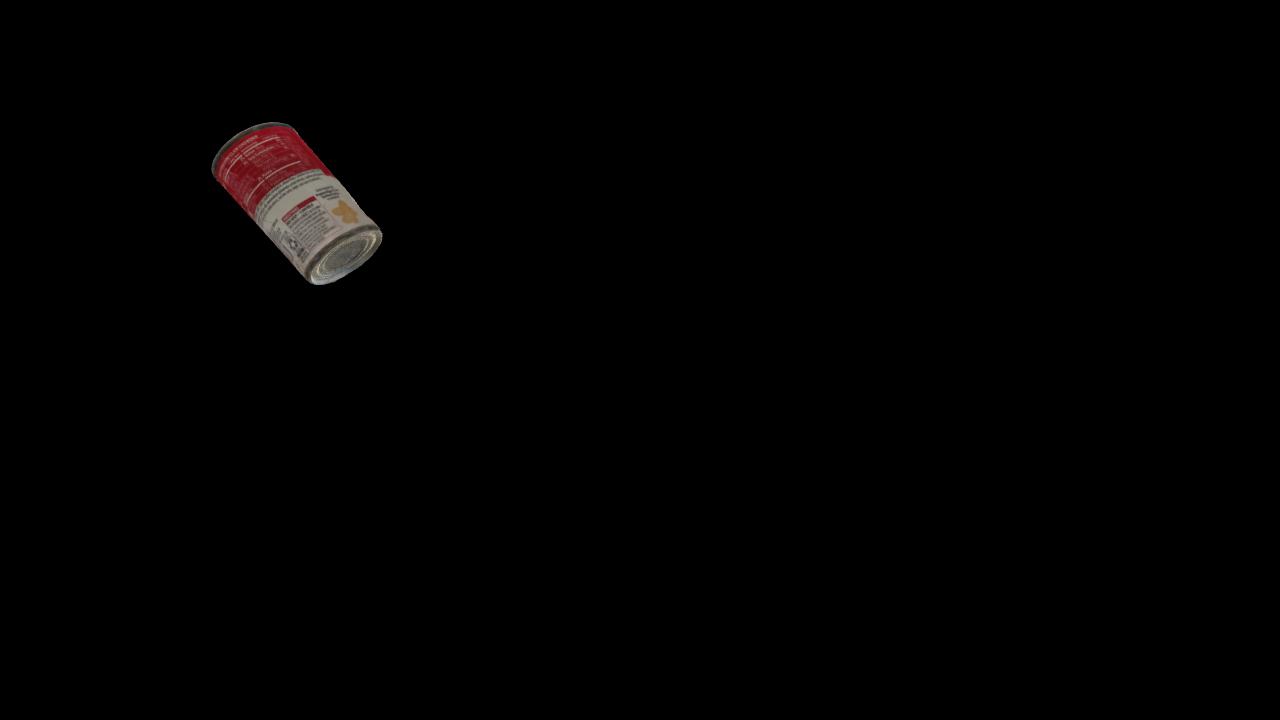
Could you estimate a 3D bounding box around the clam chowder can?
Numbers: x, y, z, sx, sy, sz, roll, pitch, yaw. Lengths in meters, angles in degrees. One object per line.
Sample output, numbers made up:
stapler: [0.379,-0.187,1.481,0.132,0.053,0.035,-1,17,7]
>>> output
clam chowder can: [-0.254,-0.115,0.463,0.068,0.102,0.068,-40,3,3]
